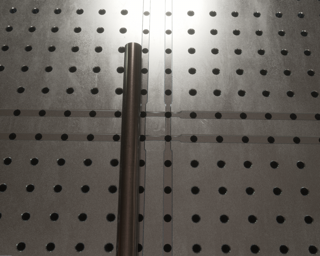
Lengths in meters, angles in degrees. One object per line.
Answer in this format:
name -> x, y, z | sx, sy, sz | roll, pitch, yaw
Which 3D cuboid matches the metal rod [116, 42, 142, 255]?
metal rod -> -0.039, 0.022, 0.403 | 0.025, 0.025, 0.299 | 0, 70, 0
